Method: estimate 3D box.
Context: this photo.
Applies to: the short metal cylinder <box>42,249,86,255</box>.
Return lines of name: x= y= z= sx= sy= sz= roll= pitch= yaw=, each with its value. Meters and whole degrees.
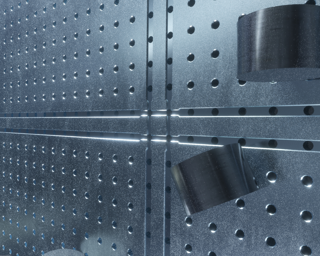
short metal cylinder: x=-0.159 y=0.242 z=0.506 sx=0.080 sy=0.081 sz=0.050 roll=17 pitch=101 yaw=39

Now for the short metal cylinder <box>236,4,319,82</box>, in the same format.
short metal cylinder: x=0.111 y=-0.072 z=0.282 sx=0.080 sy=0.081 sz=0.050 roll=0 pitch=90 yaw=40

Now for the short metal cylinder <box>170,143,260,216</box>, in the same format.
short metal cylinder: x=0.057 y=0.055 z=0.327 sx=0.080 sy=0.081 sz=0.050 roll=-32 pitch=70 yaw=35
